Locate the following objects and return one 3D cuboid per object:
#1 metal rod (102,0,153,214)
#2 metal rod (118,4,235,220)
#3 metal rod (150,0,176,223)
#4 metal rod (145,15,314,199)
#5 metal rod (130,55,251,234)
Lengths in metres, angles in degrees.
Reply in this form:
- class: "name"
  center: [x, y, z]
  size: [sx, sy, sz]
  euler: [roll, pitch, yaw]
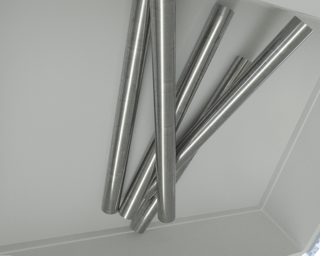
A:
- class: "metal rod"
  center: [-0.041, -0.017, 0.375]
  size: [0.025, 0.025, 0.298]
  euler: [-2, 119, -28]
- class: "metal rod"
  center: [0.014, -0.009, 0.400]
  size: [0.025, 0.025, 0.298]
  euler: [15, 108, -34]
- class: "metal rod"
  center: [0.006, -0.005, 0.365]
  size: [0.025, 0.025, 0.298]
  euler: [-14, 121, -21]
- class: "metal rod"
  center: [0.062, -0.006, 0.385]
  size: [0.025, 0.025, 0.298]
  euler: [18, 126, -35]
- class: "metal rod"
  center: [0.040, 0.033, 0.450]
  size: [0.025, 0.025, 0.299]
  euler: [21, 107, -36]
